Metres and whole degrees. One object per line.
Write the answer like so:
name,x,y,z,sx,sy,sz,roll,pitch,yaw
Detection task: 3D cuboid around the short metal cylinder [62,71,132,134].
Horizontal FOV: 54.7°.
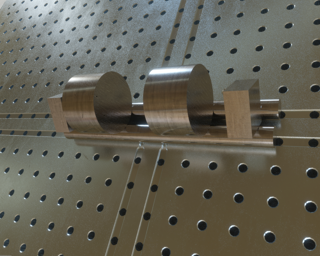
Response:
short metal cylinder,-0.080,-0.032,0.407,0.050,0.080,0.080,1,62,29

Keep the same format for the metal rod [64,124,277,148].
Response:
metal rod,-0.007,0.007,0.408,0.300,0.025,0.025,1,62,28

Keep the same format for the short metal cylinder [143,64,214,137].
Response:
short metal cylinder,0.023,-0.030,0.351,0.050,0.080,0.080,1,62,29

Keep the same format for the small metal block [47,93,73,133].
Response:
small metal block,-0.129,-0.026,0.447,0.025,0.050,0.050,1,20,29

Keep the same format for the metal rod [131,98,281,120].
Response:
metal rod,0.003,-0.024,0.421,0.300,0.025,0.025,1,62,28

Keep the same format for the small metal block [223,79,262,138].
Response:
small metal block,0.089,-0.022,0.329,0.025,0.050,0.050,0,21,29
